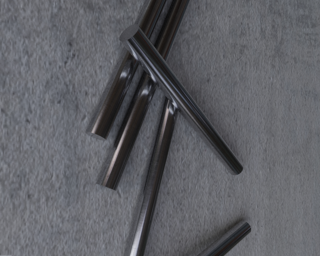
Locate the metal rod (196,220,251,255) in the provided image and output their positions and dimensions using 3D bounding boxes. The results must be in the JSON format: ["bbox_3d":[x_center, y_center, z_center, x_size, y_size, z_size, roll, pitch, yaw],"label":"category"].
[{"bbox_3d":[0.042,0.198,0.422,0.302,0.025,0.025,-15,100,-45],"label":"metal rod"}]

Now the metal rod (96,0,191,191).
[{"bbox_3d":[-0.012,-0.067,0.396,0.025,0.025,0.299,33,70,-36],"label":"metal rod"}]

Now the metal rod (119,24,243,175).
[{"bbox_3d":[0.047,-0.016,0.417,0.300,0.025,0.025,46,62,-40],"label":"metal rod"}]

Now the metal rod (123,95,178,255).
[{"bbox_3d":[-0.017,0.097,0.392,0.025,0.025,0.299,23,76,-38],"label":"metal rod"}]

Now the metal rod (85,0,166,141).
[{"bbox_3d":[-0.021,-0.125,0.388,0.025,0.025,0.299,33,69,-36],"label":"metal rod"}]
